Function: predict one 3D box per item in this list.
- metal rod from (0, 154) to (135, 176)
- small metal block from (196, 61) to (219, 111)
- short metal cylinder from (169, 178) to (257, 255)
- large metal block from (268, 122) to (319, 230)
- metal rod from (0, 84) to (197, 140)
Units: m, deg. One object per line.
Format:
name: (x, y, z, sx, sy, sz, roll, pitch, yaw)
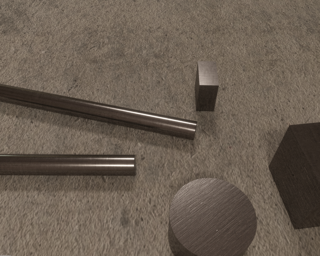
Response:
metal rod: (-0.181, 0.043, 0.364, 0.302, 0.025, 0.025, 0, 50, 0)
small metal block: (0.065, -0.059, 0.437, 0.025, 0.050, 0.050, 2, 50, 1)
short metal cylinder: (0.049, 0.097, 0.306, 0.081, 0.050, 0.080, 0, 50, 0)
large metal block: (0.164, 0.050, 0.327, 0.050, 0.080, 0.080, -5, 50, -5)
metal rod: (-0.100, -0.025, 0.423, 0.301, 0.025, 0.025, 11, 51, 9)
